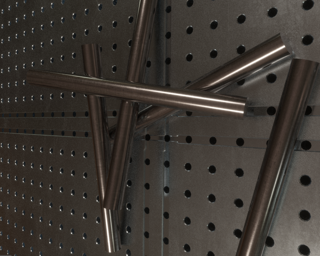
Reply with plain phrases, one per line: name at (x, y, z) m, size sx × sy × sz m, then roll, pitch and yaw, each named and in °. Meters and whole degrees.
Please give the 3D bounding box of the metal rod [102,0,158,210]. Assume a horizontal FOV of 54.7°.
metal rod at (-0.037, -0.044, 0.410) m, size 0.025 × 0.025 × 0.298 m, roll 7°, pitch 86°, yaw 39°

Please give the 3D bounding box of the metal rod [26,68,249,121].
metal rod at (-0.045, -0.047, 0.385) m, size 0.301 × 0.025 × 0.025 m, roll 11°, pitch 97°, yaw 23°

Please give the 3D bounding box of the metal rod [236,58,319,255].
metal rod at (0.107, 0.080, 0.320) m, size 0.025 × 0.025 × 0.298 m, roll 20°, pitch 103°, yaw 38°

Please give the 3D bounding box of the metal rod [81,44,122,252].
metal rod at (-0.083, 0.033, 0.445) m, size 0.025 × 0.025 × 0.298 m, roll 1°, pitch 100°, yaw 39°

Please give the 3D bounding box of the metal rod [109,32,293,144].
metal rod at (0.016, -0.031, 0.394) m, size 0.299 × 0.025 × 0.025 m, roll -26°, pitch 74°, yaw 36°
